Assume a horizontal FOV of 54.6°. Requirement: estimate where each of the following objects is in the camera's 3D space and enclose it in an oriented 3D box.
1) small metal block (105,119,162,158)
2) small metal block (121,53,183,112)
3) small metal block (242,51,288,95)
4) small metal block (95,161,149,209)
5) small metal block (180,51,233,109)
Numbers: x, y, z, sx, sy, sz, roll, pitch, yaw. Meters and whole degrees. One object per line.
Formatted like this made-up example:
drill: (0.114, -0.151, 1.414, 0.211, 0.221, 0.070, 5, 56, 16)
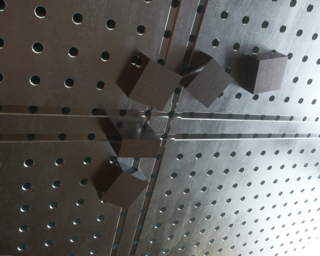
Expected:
small metal block: (-0.034, 0.013, 0.384, 0.050, 0.050, 0.025, 4, 117, -30)
small metal block: (-0.010, -0.054, 0.372, 0.050, 0.025, 0.050, 21, 107, -36)
small metal block: (0.150, -0.079, 0.443, 0.050, 0.025, 0.050, -12, 124, -22)
small metal block: (-0.052, 0.080, 0.431, 0.050, 0.025, 0.050, 34, 99, -38)
small metal block: (0.059, -0.062, 0.404, 0.050, 0.025, 0.050, -49, 129, 6)
